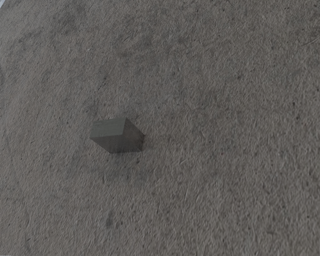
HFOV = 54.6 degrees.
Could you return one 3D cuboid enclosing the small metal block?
[{"bbox_3d":[-0.056,0.011,0.412,0.050,0.050,0.025,-6,59,25],"label":"small metal block"}]
